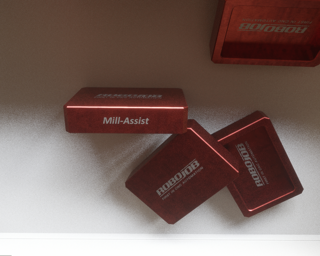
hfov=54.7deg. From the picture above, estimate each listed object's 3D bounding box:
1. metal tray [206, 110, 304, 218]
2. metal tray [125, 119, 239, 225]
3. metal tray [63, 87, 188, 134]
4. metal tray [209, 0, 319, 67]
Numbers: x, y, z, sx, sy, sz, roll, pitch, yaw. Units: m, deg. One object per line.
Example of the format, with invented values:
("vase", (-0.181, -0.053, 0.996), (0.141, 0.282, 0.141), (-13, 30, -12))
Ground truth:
("metal tray", (0.129, 0.052, 0.429), (0.090, 0.030, 0.130), (-29, 108, 9))
("metal tray", (0.028, 0.061, 0.412), (0.090, 0.030, 0.129), (43, 116, -7))
("metal tray", (-0.036, -0.023, 0.367), (0.131, 0.090, 0.030), (0, 110, -1))
("metal tray", (0.127, -0.112, 0.344), (0.131, 0.030, 0.090), (2, 147, -1))
